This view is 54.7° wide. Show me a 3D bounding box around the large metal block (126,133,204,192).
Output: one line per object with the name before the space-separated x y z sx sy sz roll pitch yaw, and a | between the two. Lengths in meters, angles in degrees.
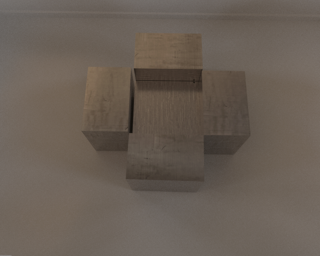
large metal block | 0.006 0.043 0.363 0.080 0.080 0.050 2 70 0

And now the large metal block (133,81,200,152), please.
large metal block | 0.008 -0.013 0.399 0.080 0.050 0.080 1 70 0

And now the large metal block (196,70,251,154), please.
large metal block | 0.074 -0.016 0.386 0.050 0.080 0.080 1 70 0

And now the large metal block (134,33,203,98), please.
large metal block | 0.010 -0.079 0.408 0.080 0.080 0.050 1 70 0

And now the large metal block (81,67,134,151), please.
large metal block | -0.059 -0.021 0.387 0.050 0.080 0.080 1 70 0
